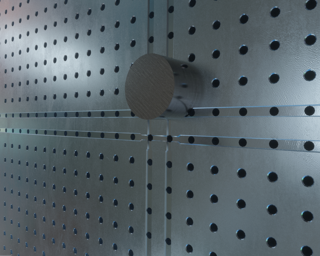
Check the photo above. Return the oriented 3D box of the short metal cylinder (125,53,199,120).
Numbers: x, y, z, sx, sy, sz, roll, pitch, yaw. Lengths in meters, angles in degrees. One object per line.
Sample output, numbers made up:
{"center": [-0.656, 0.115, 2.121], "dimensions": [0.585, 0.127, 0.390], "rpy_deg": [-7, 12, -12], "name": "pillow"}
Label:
{"center": [0.002, -0.050, 0.393], "dimensions": [0.080, 0.050, 0.080], "rpy_deg": [0, 90, 40], "name": "short metal cylinder"}
